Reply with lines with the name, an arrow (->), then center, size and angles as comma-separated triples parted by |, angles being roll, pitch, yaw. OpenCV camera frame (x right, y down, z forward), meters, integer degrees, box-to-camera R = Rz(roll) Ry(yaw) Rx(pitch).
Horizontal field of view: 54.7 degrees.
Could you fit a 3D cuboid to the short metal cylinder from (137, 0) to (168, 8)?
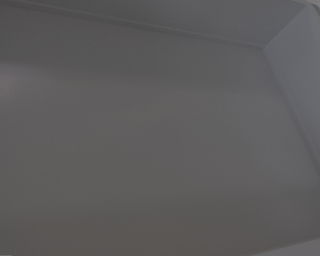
short metal cylinder -> -0.012, -0.260, 0.543 | 0.081, 0.050, 0.080 | 13, 56, -21
